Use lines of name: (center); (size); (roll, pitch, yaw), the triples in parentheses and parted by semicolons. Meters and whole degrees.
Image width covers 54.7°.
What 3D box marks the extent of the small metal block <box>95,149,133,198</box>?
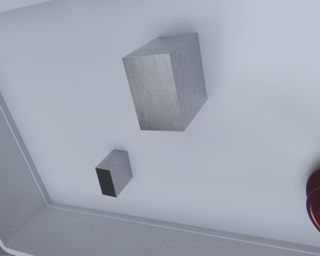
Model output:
small metal block: (-0.068, 0.068, 0.468); (0.025, 0.050, 0.050); (6, 121, 25)

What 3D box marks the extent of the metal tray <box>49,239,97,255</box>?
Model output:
metal tray: (-0.180, 0.308, 0.690); (0.130, 0.030, 0.089); (15, 125, 19)

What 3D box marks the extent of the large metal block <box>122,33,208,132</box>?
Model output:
large metal block: (0.010, -0.051, 0.335); (0.050, 0.080, 0.079); (2, 119, 27)

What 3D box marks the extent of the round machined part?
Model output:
round machined part: (0.194, 0.084, 0.319); (0.098, 0.042, 0.097); (44, 147, 40)
